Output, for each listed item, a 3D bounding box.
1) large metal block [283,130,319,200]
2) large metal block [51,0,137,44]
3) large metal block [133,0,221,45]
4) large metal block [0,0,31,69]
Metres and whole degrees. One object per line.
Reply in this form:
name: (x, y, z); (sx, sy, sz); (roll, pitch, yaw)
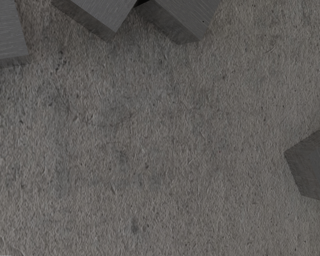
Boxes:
large metal block: (0.256, 0.057, 0.490); (0.080, 0.050, 0.080); (-28, 100, -18)
large metal block: (-0.071, -0.163, 0.369); (0.080, 0.050, 0.080); (33, 79, -17)
large metal block: (0.026, -0.166, 0.396); (0.080, 0.050, 0.080); (31, 80, -31)
large metal block: (-0.190, -0.105, 0.326); (0.081, 0.050, 0.080); (-15, 95, -19)
